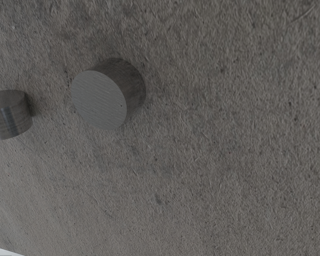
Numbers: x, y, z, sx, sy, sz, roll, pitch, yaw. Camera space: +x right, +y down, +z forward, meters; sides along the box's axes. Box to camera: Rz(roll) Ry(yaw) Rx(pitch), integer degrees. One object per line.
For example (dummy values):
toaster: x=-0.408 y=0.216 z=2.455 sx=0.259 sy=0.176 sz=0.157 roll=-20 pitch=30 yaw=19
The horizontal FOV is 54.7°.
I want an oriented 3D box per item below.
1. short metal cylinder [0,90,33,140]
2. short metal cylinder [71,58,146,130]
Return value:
short metal cylinder: x=-0.250 y=-0.022 z=0.490 sx=0.080 sy=0.080 sz=0.050 roll=10 pitch=123 yaw=23
short metal cylinder: x=-0.065 y=-0.044 z=0.398 sx=0.080 sy=0.050 sz=0.079 roll=13 pitch=124 yaw=21
